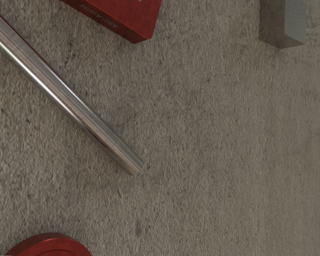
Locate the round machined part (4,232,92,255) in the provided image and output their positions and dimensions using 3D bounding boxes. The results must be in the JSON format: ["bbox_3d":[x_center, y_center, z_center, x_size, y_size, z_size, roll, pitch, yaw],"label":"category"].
[{"bbox_3d":[-0.115,0.150,0.298,0.099,0.042,0.097,0,90,-40],"label":"round machined part"}]

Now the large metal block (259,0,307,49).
[{"bbox_3d":[0.234,-0.202,0.588,0.081,0.050,0.080,4,88,-40],"label":"large metal block"}]

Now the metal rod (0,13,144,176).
[{"bbox_3d":[-0.115,-0.051,0.308,0.300,0.025,0.025,49,61,-29],"label":"metal rod"}]

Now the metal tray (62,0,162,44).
[{"bbox_3d":[-0.057,-0.167,0.355,0.131,0.030,0.090,22,76,-38],"label":"metal tray"}]
